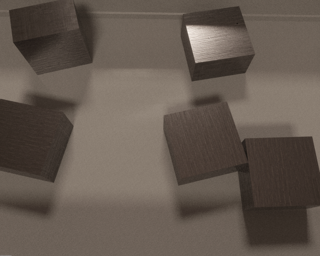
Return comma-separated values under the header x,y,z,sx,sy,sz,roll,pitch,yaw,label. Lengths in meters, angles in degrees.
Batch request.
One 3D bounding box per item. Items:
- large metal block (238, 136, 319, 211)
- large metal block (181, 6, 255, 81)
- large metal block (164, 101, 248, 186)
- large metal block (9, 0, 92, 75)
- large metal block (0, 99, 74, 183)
x,y,z,sx,sy,sz,roll,pitch,yaw,label
0.142,0.057,0.377,0.081,0.050,0.080,-2,70,-1,large metal block
0.078,-0.119,0.441,0.081,0.050,0.080,-10,70,-4,large metal block
0.053,0.021,0.390,0.081,0.050,0.080,-13,71,-5,large metal block
-0.145,-0.122,0.423,0.081,0.080,0.050,-14,71,-5,large metal block
-0.166,0.017,0.388,0.080,0.050,0.080,12,70,4,large metal block
